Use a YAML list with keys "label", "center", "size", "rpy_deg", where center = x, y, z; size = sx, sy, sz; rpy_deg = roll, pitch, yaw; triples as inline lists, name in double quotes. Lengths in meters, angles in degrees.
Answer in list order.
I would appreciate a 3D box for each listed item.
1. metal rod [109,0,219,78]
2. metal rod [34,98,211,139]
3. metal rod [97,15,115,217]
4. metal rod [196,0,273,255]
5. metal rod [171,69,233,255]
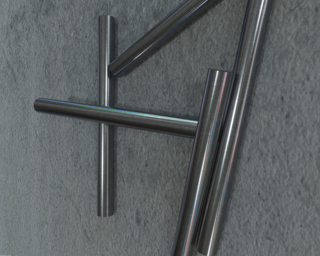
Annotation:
- label: "metal rod"
  center: [0.042, -0.146, 0.368]
  size: [0.299, 0.025, 0.025]
  rpy_deg: [-30, 72, 35]
- label: "metal rod"
  center: [-0.068, -0.017, 0.431]
  size: [0.300, 0.025, 0.025]
  rpy_deg: [9, 96, 30]
- label: "metal rod"
  center: [-0.082, -0.018, 0.469]
  size: [0.025, 0.025, 0.298]
  rpy_deg: [1, 90, 39]
- label: "metal rod"
  center: [0.080, -0.004, 0.337]
  size: [0.025, 0.025, 0.298]
  rpy_deg: [17, 101, 38]
- label: "metal rod"
  center: [0.038, 0.083, 0.353]
  size: [0.025, 0.025, 0.298]
  rpy_deg: [21, 109, 37]
